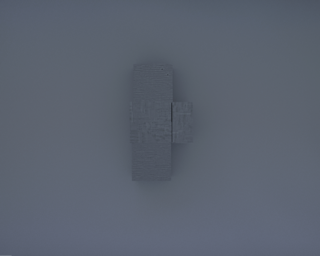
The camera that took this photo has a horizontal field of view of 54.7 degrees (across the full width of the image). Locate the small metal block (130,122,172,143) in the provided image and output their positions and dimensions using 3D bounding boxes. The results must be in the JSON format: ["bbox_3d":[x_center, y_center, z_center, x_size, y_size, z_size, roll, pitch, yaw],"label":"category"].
[{"bbox_3d":[-0.011,0.005,0.397,0.050,0.050,0.025,0,90,0],"label":"small metal block"}]

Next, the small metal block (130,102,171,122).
[{"bbox_3d":[-0.011,-0.019,0.397,0.050,0.050,0.025,0,90,0],"label":"small metal block"}]

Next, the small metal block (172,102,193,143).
[{"bbox_3d":[0.027,-0.007,0.397,0.025,0.050,0.050,0,90,0],"label":"small metal block"}]

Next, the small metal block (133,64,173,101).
[{"bbox_3d":[-0.009,-0.057,0.409,0.050,0.025,0.050,0,90,0],"label":"small metal block"}]

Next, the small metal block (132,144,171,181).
[{"bbox_3d":[-0.011,0.043,0.409,0.050,0.025,0.050,0,90,0],"label":"small metal block"}]
